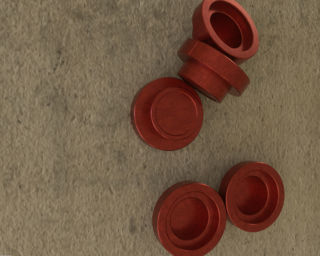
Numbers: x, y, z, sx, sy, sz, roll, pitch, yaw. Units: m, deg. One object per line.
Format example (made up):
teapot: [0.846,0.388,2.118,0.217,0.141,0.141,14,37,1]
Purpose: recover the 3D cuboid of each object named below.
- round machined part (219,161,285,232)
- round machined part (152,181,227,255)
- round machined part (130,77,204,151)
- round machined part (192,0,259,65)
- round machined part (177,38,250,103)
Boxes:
round machined part: [0.127,0.096,0.449,0.099,0.042,0.097,0,90,-21]
round machined part: [0.036,0.119,0.415,0.099,0.042,0.097,0,90,-21]
round machined part: [0.014,-0.019,0.406,0.099,0.042,0.097,0,90,-20]
round machined part: [0.083,-0.127,0.420,0.099,0.042,0.098,12,65,-28]
round machined part: [0.061,-0.067,0.396,0.098,0.098,0.042,34,94,-17]
